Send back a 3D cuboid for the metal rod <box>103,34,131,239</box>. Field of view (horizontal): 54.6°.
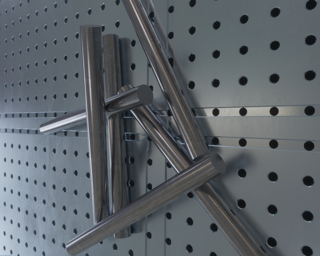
[{"bbox_3d":[-0.065,0.010,0.464,0.025,0.025,0.299,-7,86,40],"label":"metal rod"}]

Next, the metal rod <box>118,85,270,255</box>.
[{"bbox_3d":[0.032,0.051,0.383,0.300,0.025,0.025,51,120,27],"label":"metal rod"}]

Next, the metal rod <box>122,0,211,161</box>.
[{"bbox_3d":[-0.005,-0.097,0.414,0.025,0.025,0.299,-35,68,34],"label":"metal rod"}]

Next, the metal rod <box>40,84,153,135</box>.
[{"bbox_3d":[-0.117,-0.020,0.482,0.299,0.025,0.025,-12,83,47],"label":"metal rod"}]

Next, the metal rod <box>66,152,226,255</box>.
[{"bbox_3d":[-0.038,0.112,0.407,0.299,0.025,0.025,-38,67,33],"label":"metal rod"}]

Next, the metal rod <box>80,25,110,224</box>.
[{"bbox_3d":[-0.086,0.015,0.426,0.025,0.025,0.298,22,121,38],"label":"metal rod"}]
